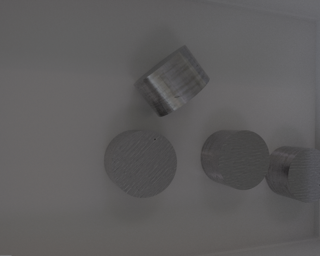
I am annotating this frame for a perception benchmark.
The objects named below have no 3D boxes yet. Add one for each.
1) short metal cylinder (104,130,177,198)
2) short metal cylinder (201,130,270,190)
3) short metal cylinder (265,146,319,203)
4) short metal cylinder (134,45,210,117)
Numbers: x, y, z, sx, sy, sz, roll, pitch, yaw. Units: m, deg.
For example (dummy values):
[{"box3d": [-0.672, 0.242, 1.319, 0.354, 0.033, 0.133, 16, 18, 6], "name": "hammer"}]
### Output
[{"box3d": [-0.026, 0.042, 0.388, 0.081, 0.050, 0.080, 0, 90, -20], "name": "short metal cylinder"}, {"box3d": [0.105, 0.043, 0.436, 0.081, 0.050, 0.080, 0, 90, -20], "name": "short metal cylinder"}, {"box3d": [0.210, 0.069, 0.475, 0.081, 0.050, 0.080, 0, 90, -20], "name": "short metal cylinder"}, {"box3d": [0.014, -0.058, 0.386, 0.080, 0.080, 0.050, -42, 104, -15], "name": "short metal cylinder"}]
